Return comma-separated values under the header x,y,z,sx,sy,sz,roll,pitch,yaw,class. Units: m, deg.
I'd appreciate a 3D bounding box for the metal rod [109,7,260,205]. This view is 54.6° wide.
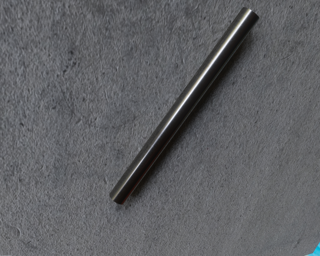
x,y,z,sx,sy,sz,roll,pitch,yaw,class
0.026,-0.021,0.406,0.025,0.025,0.299,28,103,-37,metal rod
